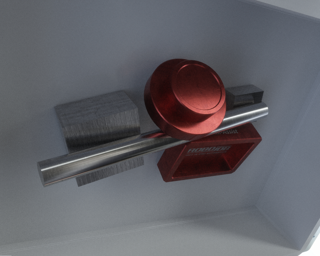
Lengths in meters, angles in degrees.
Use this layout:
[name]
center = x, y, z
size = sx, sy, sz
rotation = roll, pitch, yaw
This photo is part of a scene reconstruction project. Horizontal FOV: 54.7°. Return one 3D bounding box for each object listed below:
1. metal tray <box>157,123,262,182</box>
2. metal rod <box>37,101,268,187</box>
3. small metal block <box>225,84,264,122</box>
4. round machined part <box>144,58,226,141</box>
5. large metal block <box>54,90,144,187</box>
[metal tray]
center = 0.071, 0.035, 0.448
size = 0.131, 0.030, 0.089
rotation = -2, 139, -29
[metal rod]
center = 0.015, 0.009, 0.364
size = 0.303, 0.025, 0.025
rotation = -15, 125, -29
[small metal block]
center = 0.119, -0.033, 0.453
size = 0.050, 0.025, 0.050
rotation = -11, 123, -23
[round machined part]
center = 0.035, -0.038, 0.354
size = 0.099, 0.098, 0.042
rotation = -5, 161, -27
[large metal block]
center = -0.069, 0.011, 0.360
size = 0.081, 0.050, 0.079
rotation = -17, 125, -19
